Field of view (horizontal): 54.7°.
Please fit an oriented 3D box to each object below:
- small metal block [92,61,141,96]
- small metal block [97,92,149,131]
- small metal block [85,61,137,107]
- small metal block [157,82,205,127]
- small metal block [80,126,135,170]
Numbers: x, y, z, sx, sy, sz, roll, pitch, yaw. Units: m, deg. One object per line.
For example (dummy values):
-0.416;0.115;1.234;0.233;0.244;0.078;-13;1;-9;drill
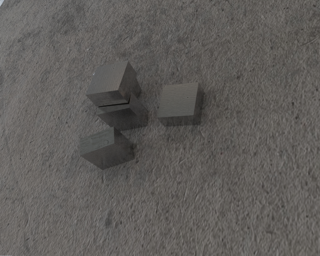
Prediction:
-0.063;-0.067;0.459;0.050;0.050;0.025;-6;38;25;small metal block
-0.050;-0.021;0.427;0.050;0.050;0.025;-11;58;22;small metal block
-0.063;-0.058;0.410;0.050;0.025;0.050;-4;54;26;small metal block
0.028;-0.031;0.408;0.050;0.025;0.050;-3;60;27;small metal block
-0.069;0.028;0.407;0.050;0.050;0.025;-20;54;16;small metal block
